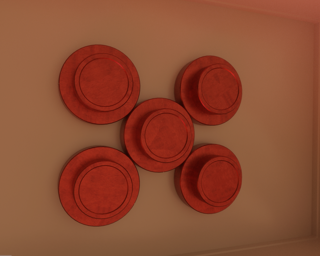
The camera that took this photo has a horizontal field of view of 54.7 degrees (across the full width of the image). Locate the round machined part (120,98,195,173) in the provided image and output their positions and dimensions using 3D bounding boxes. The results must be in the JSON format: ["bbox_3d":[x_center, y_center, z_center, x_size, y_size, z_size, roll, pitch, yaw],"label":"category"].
[{"bbox_3d":[0.001,0.009,0.401,0.099,0.042,0.097,0,90,-21],"label":"round machined part"}]

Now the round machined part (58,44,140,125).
[{"bbox_3d":[-0.071,-0.053,0.374,0.099,0.042,0.097,0,90,-21],"label":"round machined part"}]

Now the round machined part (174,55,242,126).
[{"bbox_3d":[0.073,-0.052,0.428,0.099,0.042,0.097,0,90,-21],"label":"round machined part"}]

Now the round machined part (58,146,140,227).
[{"bbox_3d":[-0.071,0.071,0.375,0.099,0.042,0.097,0,90,-21],"label":"round machined part"}]

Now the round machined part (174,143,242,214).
[{"bbox_3d":[0.073,0.071,0.429,0.099,0.042,0.097,0,90,-21],"label":"round machined part"}]
